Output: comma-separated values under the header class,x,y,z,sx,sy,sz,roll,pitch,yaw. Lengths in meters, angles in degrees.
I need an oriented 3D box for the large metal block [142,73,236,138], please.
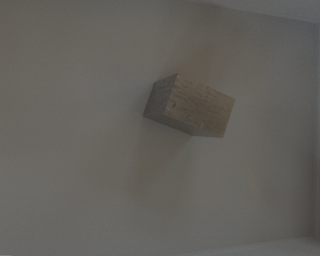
class,x,y,z,sx,sy,sz,roll,pitch,yaw
large metal block,0.034,-0.025,0.395,0.080,0.080,0.050,21,83,-19
